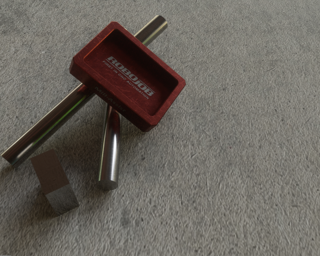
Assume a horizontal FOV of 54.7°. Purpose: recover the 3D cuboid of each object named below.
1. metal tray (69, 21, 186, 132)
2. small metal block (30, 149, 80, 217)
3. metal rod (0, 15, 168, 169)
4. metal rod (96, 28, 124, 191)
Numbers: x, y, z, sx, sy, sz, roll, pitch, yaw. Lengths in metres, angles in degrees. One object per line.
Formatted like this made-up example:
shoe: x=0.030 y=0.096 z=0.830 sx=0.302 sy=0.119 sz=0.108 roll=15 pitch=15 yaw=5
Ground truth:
metal tray: x=-0.040 y=-0.068 z=0.411 sx=0.130 sy=0.030 sz=0.090 roll=39 pitch=60 yaw=-8
small metal block: x=-0.113 y=0.059 z=0.336 sx=0.025 sy=0.050 sz=0.050 roll=-25 pitch=55 yaw=-20
metal rod: x=-0.089 y=-0.063 z=0.428 sx=0.025 sy=0.025 sz=0.301 roll=31 pitch=64 yaw=23
metal rod: x=-0.063 y=-0.050 z=0.444 sx=0.025 sy=0.025 sz=0.300 roll=-1 pitch=50 yaw=-1
